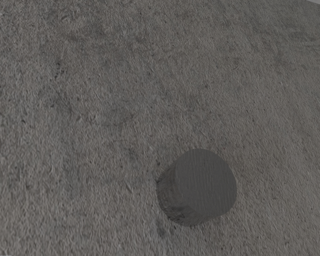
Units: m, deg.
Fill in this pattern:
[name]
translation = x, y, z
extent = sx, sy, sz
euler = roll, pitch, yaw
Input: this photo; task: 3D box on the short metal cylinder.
[short metal cylinder]
translation = 0.042, 0.071, 0.367
extent = 0.081, 0.050, 0.080
euler = 13, 56, -21
